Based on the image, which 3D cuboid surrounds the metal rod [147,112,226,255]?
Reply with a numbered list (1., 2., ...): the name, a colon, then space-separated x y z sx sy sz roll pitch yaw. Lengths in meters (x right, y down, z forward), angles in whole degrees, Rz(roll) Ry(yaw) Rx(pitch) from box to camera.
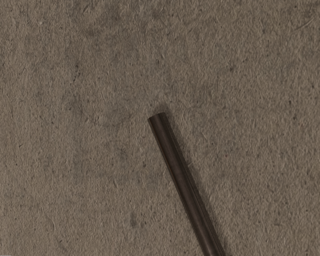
1. metal rod: 0.052 0.121 0.389 0.025 0.025 0.299 -25 82 18
